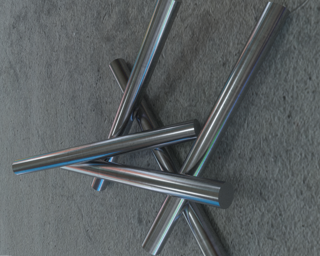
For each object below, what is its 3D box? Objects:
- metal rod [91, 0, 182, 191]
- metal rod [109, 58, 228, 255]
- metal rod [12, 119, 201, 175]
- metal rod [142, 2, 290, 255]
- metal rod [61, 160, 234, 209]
[{"bbox_3d":[-0.042,-0.024,0.404,0.025,0.025,0.298,47,129,30],"label":"metal rod"},{"bbox_3d":[0.002,0.029,0.403,0.025,0.025,0.299,-42,65,32],"label":"metal rod"},{"bbox_3d":[-0.089,0.031,0.420,0.300,0.025,0.025,-13,82,26],"label":"metal rod"},{"bbox_3d":[0.054,0.012,0.339,0.025,0.025,0.298,34,105,34],"label":"metal rod"},{"bbox_3d":[-0.045,0.058,0.388,0.300,0.025,0.025,2,91,45],"label":"metal rod"}]
